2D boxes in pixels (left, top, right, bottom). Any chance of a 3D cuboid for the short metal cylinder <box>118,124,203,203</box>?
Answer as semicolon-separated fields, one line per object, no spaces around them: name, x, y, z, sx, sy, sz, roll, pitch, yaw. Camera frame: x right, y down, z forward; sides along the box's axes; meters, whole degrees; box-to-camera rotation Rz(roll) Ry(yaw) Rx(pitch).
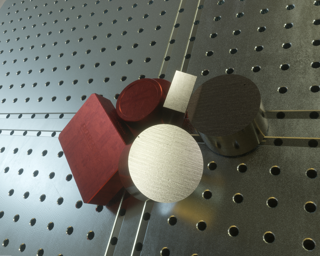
short metal cylinder;-0.001;0.040;0.336;0.080;0.080;0.050;-67;12;-19

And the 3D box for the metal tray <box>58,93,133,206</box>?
metal tray;-0.082;0.025;0.413;0.090;0.030;0.130;-48;50;14

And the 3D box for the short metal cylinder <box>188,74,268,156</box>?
short metal cylinder;0.078;-0.015;0.355;0.080;0.050;0.080;-13;56;21

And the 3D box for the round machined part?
round machined part;-0.020;-0.029;0.420;0.098;0.042;0.098;-13;56;21

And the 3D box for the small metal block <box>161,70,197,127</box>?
small metal block;0.022;-0.032;0.372;0.025;0.050;0.050;18;67;5
